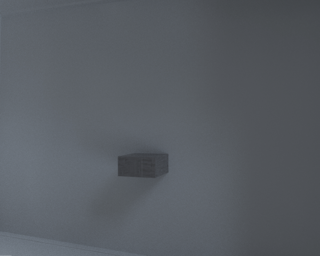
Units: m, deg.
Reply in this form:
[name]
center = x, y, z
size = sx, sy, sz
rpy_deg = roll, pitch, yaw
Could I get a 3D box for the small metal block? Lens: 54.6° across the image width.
[small metal block]
center = -0.021, 0.048, 0.405
size = 0.050, 0.050, 0.025
rpy_deg = 0, 90, 20
